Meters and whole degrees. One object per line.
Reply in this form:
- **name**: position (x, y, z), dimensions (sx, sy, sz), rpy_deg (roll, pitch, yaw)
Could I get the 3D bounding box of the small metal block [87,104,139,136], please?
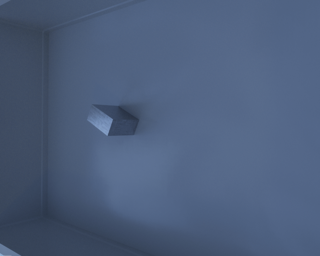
- **small metal block**: position (-0.068, -0.012, 0.448), dimensions (0.050, 0.050, 0.025), rpy_deg (33, 111, 35)
